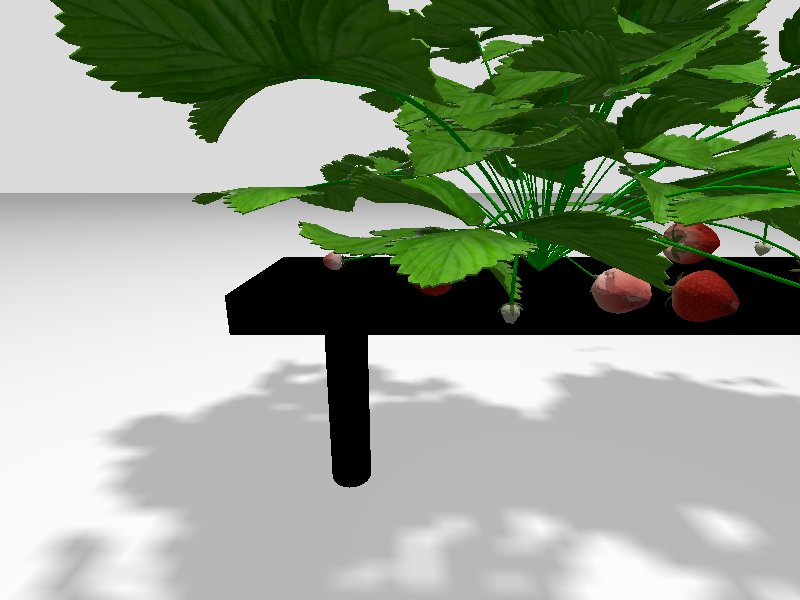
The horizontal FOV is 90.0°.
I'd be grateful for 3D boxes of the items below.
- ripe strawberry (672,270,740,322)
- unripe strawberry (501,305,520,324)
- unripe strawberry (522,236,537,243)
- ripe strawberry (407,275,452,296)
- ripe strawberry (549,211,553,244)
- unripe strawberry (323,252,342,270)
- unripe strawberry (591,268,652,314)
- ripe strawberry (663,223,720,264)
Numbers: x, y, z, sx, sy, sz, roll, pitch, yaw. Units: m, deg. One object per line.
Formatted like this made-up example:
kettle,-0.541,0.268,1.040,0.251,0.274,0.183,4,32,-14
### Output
ripe strawberry,0.171,-0.001,0.224,0.028,0.030,0.031,-6,18,-18
unripe strawberry,0.052,0.006,0.190,0.009,0.010,0.010,7,18,22
unripe strawberry,0.155,-0.073,0.479,0.021,0.022,0.023,4,16,13
ripe strawberry,0.021,-0.020,0.277,0.036,0.035,0.033,-13,21,-35
ripe strawberry,0.196,-0.091,0.508,0.040,0.042,0.044,7,5,23
unripe strawberry,-0.060,-0.035,0.357,0.017,0.017,0.016,0,17,1
unripe strawberry,0.130,-0.004,0.233,0.031,0.028,0.028,-1,17,-2
ripe strawberry,0.275,-0.054,0.377,0.041,0.040,0.045,-2,17,-10
